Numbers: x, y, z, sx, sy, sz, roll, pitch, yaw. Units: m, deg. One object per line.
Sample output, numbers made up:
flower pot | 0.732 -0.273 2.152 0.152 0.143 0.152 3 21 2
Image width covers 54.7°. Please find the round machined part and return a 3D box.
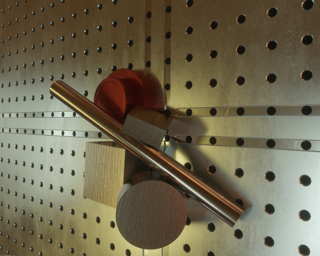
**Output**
round machined part | -0.057 -0.037 0.443 0.098 0.042 0.097 0 90 39

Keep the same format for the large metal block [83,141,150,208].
large metal block | -0.061 0.063 0.438 0.080 0.050 0.079 6 94 39

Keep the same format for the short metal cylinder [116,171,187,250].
short metal cylinder | -0.011 0.096 0.373 0.081 0.050 0.079 0 94 -5

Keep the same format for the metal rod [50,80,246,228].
metal rod | -0.031 0.020 0.390 0.300 0.025 0.025 34 111 21

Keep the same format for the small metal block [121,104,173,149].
small metal block | -0.015 -0.004 0.391 0.050 0.050 0.025 23 111 2
